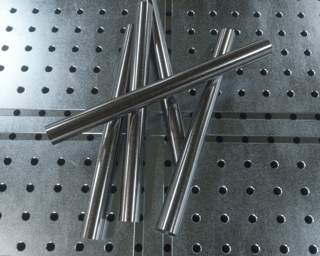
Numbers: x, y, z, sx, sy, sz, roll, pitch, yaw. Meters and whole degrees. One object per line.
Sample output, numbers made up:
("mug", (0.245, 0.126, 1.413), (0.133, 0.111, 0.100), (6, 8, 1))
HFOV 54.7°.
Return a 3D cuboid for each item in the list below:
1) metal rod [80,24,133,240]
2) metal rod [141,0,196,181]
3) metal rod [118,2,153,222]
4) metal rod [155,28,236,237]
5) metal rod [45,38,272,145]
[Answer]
("metal rod", (-0.060, -0.009, 0.414), (0.025, 0.025, 0.299), (8, 70, 2))
("metal rod", (0.007, -0.071, 0.437), (0.025, 0.025, 0.299), (-9, 70, -4))
("metal rod", (-0.030, -0.032, 0.410), (0.025, 0.025, 0.299), (3, 75, 0))
("metal rod", (0.054, -0.014, 0.398), (0.025, 0.025, 0.300), (18, 64, 6))
("metal rod", (0.006, -0.050, 0.391), (0.302, 0.025, 0.025), (-23, 72, -10))
